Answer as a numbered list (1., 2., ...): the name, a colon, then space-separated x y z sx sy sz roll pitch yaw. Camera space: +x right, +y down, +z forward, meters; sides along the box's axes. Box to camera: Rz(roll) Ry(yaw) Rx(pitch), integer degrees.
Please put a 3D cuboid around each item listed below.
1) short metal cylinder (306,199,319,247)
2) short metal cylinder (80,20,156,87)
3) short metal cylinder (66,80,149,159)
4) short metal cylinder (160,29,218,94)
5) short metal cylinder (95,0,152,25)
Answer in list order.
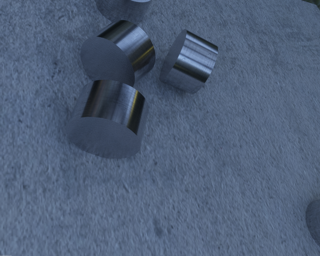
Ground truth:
1. short metal cylinder: 0.262 0.138 0.448 0.081 0.050 0.080 14 56 -21
2. short metal cylinder: -0.053 -0.089 0.396 0.080 0.080 0.050 39 51 -2
3. short metal cylinder: -0.056 -0.008 0.344 0.080 0.080 0.050 21 54 -16
4. short metal cylinder: 0.041 -0.095 0.450 0.050 0.080 0.080 23 53 -15
5. short metal cylinder: -0.055 -0.208 0.486 0.081 0.050 0.080 14 56 -21
